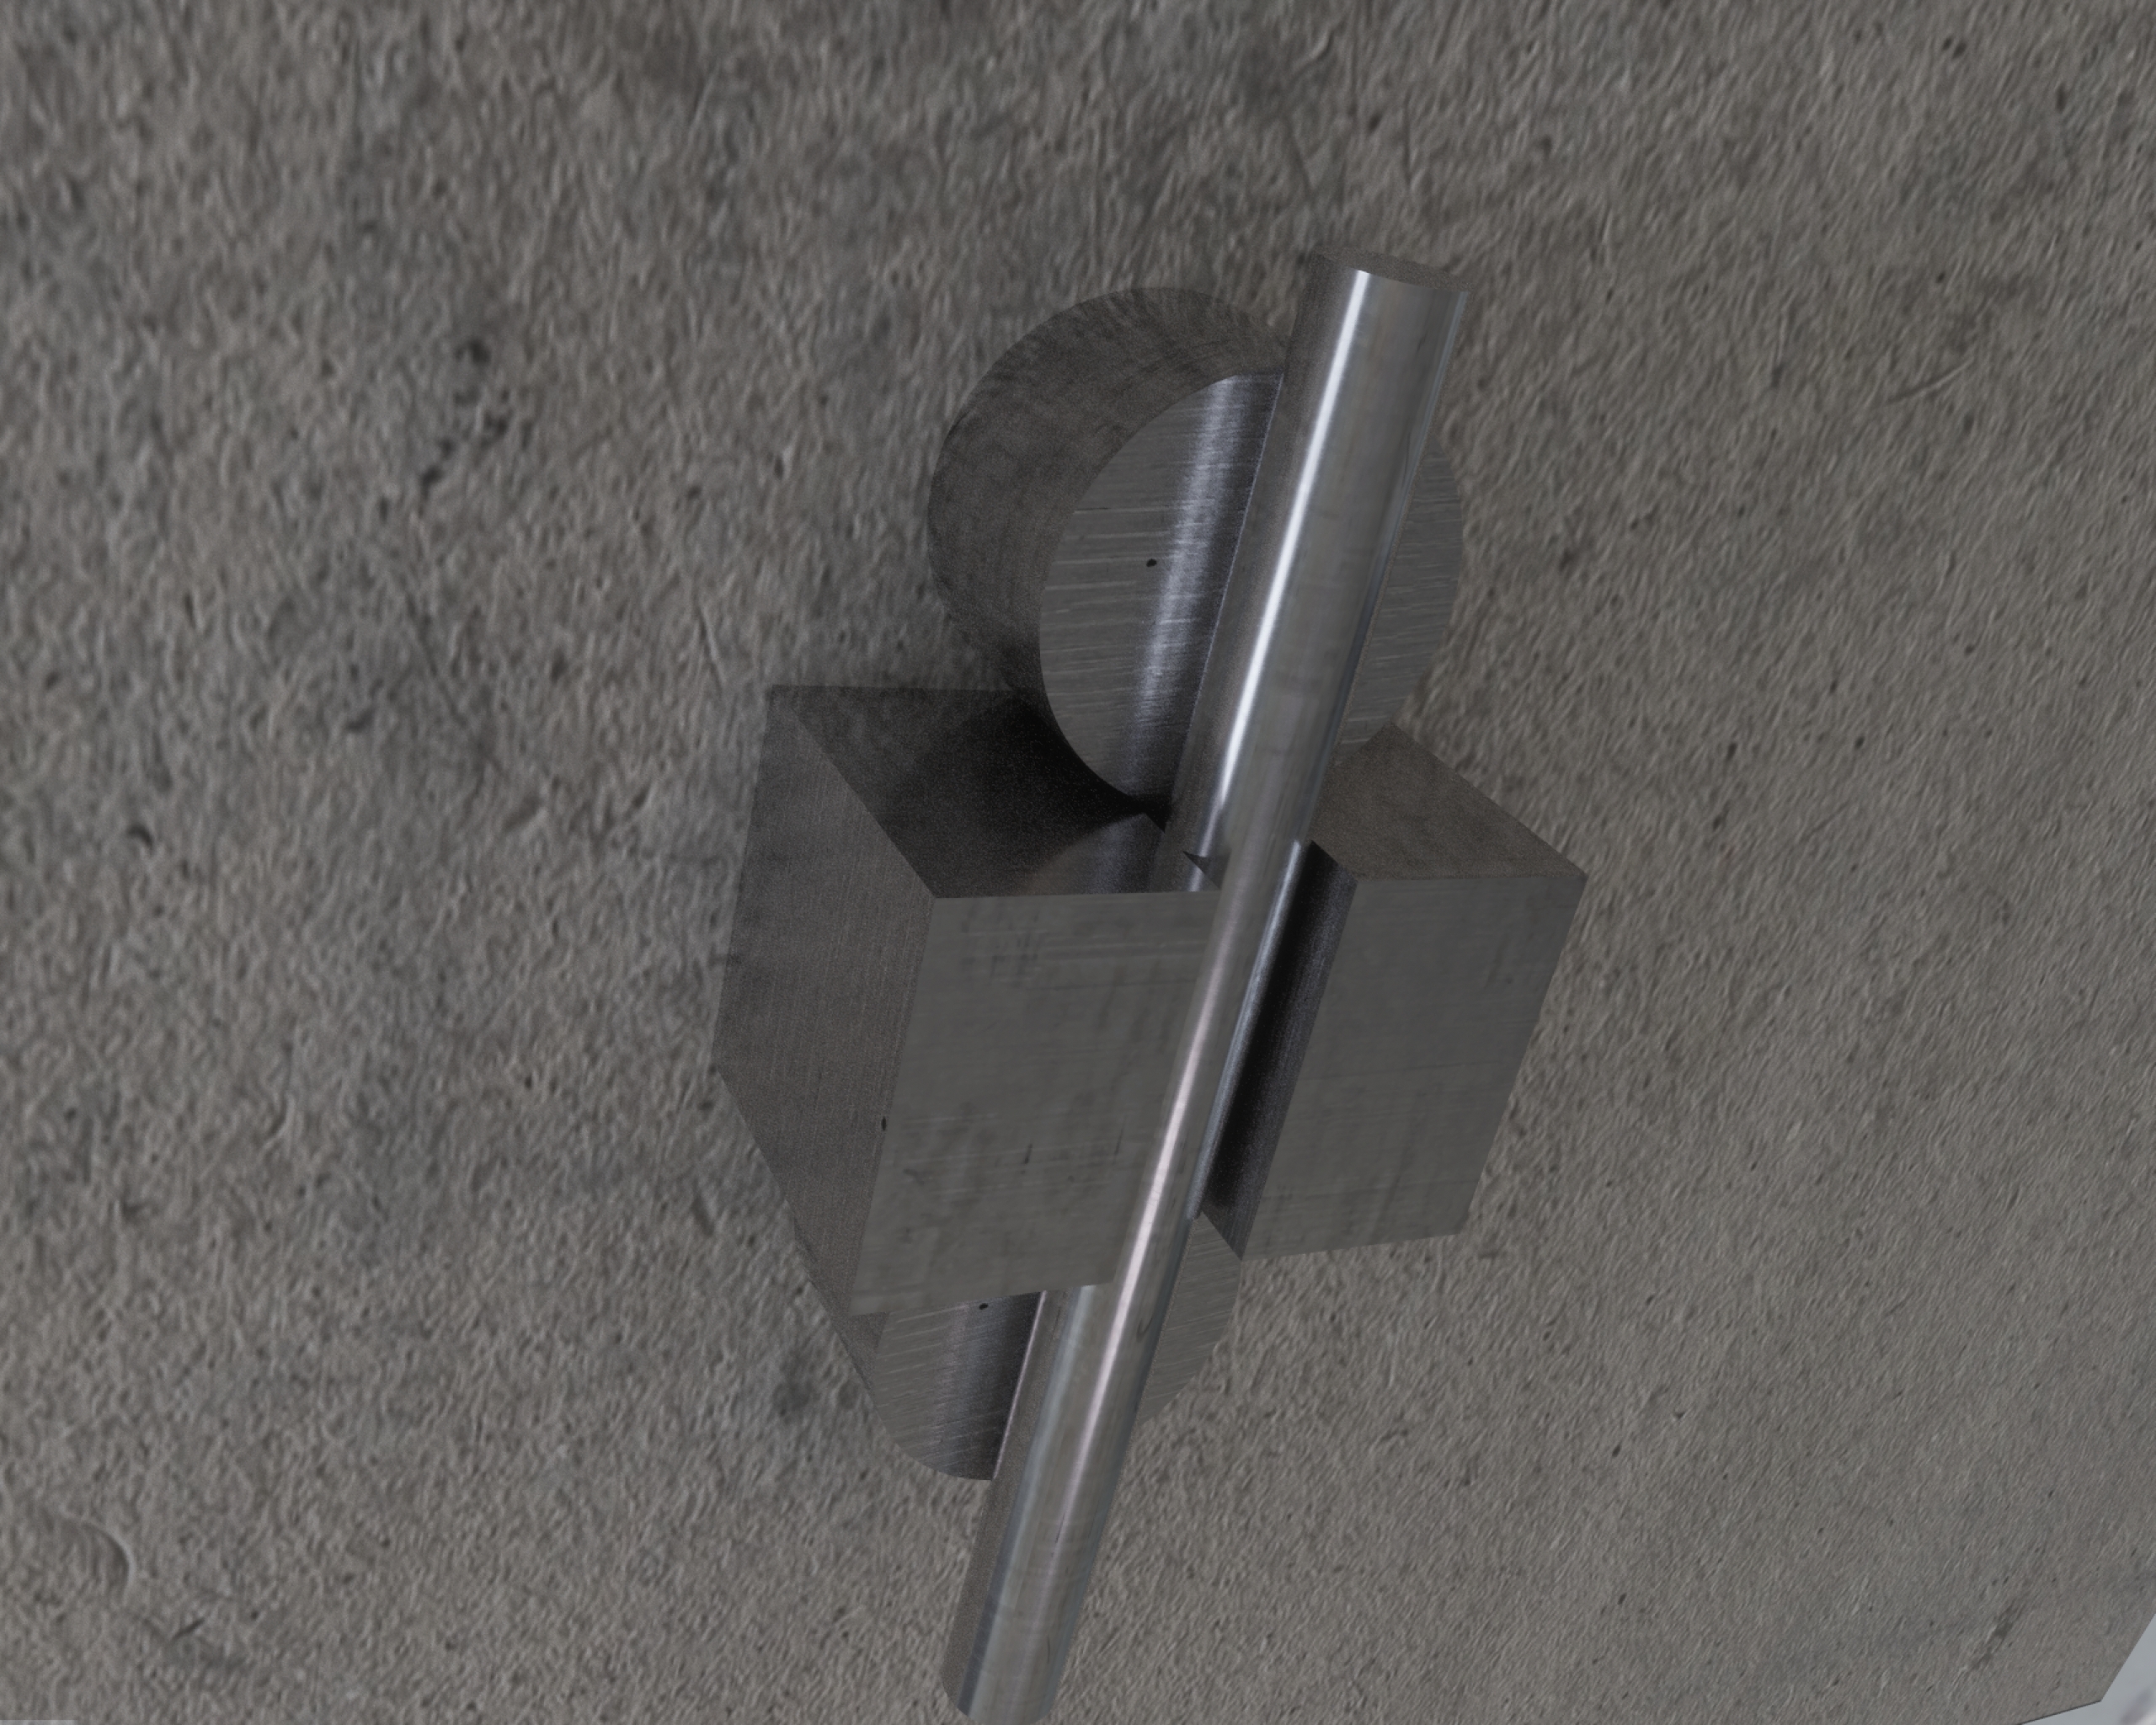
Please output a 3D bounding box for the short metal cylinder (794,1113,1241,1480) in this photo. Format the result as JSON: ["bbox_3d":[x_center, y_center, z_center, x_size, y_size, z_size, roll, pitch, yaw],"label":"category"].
[{"bbox_3d":[-0.013,0.081,0.436,0.081,0.050,0.079,-14,124,-21],"label":"short metal cylinder"}]

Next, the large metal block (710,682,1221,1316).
[{"bbox_3d":[-0.024,0.021,0.372,0.050,0.080,0.079,-1,119,-28],"label":"large metal block"}]

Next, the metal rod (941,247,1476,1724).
[{"bbox_3d":[0.016,0.041,0.377,0.025,0.025,0.298,-1,119,-28],"label":"metal rod"}]

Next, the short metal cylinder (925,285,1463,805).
[{"bbox_3d":[0.020,-0.056,0.368,0.081,0.050,0.079,-14,124,-21],"label":"short metal cylinder"}]

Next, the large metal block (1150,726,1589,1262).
[{"bbox_3d":[0.044,0.019,0.408,0.050,0.080,0.079,-1,119,-28],"label":"large metal block"}]
